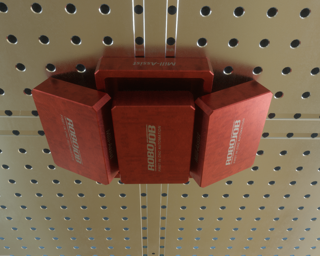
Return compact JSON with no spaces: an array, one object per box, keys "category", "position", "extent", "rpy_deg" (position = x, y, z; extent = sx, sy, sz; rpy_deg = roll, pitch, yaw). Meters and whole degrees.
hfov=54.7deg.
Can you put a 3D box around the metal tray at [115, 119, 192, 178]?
[{"category":"metal tray","position":[-0.006,0.030,0.435],"extent":[0.131,0.030,0.089],"rpy_deg":[0,131,-1]}]

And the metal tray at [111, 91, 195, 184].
[{"category":"metal tray","position":[-0.007,0.016,0.382],"extent":[0.091,0.030,0.129],"rpy_deg":[0,130,0]}]

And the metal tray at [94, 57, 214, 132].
[{"category":"metal tray","position":[-0.007,-0.038,0.375],"extent":[0.131,0.030,0.089],"rpy_deg":[0,131,-1]}]

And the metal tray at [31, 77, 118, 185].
[{"category":"metal tray","position":[-0.101,0.007,0.389],"extent":[0.090,0.030,0.129],"rpy_deg":[17,134,19]}]

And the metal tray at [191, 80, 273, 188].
[{"category":"metal tray","position":[0.086,0.011,0.394],"extent":[0.091,0.030,0.129],"rpy_deg":[-19,134,-21]}]
